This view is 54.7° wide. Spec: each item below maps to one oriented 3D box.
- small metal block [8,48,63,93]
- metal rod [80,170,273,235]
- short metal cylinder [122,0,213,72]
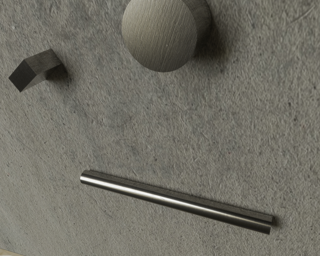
[{"bbox_3d":[-0.173,-0.081,0.432,0.050,0.050,0.025,-29,102,37],"label":"small metal block"},{"bbox_3d":[0.010,0.106,0.466,0.301,0.025,0.025,10,123,23],"label":"metal rod"},{"bbox_3d":[0.008,-0.104,0.322,0.080,0.050,0.079,13,124,21],"label":"short metal cylinder"}]
